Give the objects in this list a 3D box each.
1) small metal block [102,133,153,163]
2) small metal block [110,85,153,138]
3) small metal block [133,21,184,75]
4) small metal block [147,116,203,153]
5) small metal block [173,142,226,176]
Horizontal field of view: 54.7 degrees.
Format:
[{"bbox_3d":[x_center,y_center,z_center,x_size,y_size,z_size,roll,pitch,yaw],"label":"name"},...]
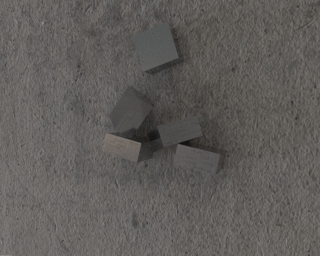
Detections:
[{"bbox_3d":[-0.040,0.024,0.410,0.050,0.050,0.025,15,96,19],"label":"small metal block"},{"bbox_3d":[-0.039,-0.022,0.408,0.025,0.050,0.050,29,103,-27],"label":"small metal block"},{"bbox_3d":[-0.002,-0.104,0.410,0.050,0.025,0.050,-18,84,19],"label":"small metal block"},{"bbox_3d":[0.017,0.008,0.379,0.050,0.050,0.025,-15,83,-18],"label":"small metal block"},{"bbox_3d":[0.050,0.036,0.378,0.050,0.050,0.025,13,95,19],"label":"small metal block"}]
